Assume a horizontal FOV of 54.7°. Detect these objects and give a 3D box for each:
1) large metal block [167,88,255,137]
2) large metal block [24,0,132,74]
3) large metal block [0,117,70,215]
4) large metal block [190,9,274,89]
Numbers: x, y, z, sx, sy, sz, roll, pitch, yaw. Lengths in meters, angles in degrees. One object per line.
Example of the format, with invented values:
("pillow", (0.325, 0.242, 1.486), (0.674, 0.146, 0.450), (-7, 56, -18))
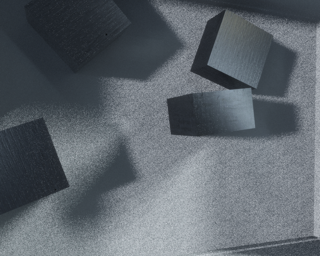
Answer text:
("large metal block", (0.063, -0.020, 0.404), (0.081, 0.080, 0.050), (-7, 93, -20))
("large metal block", (-0.095, -0.124, 0.362), (0.080, 0.050, 0.080), (-45, 104, -15))
("large metal block", (-0.154, 0.039, 0.340), (0.081, 0.050, 0.080), (-21, 97, -19))
("large metal block", (0.100, -0.104, 0.434), (0.080, 0.050, 0.080), (21, 83, -19))
